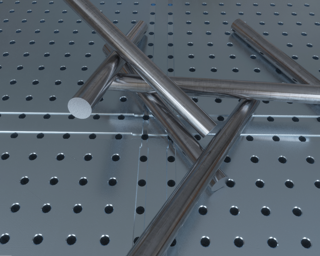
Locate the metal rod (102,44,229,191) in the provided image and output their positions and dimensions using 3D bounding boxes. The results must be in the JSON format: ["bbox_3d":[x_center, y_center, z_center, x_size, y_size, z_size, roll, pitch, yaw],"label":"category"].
[{"bbox_3d":[-0.008,-0.035,0.436,0.025,0.025,0.300,-25,54,-19],"label":"metal rod"}]

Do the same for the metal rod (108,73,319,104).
[{"bbox_3d":[0.073,-0.054,0.417,0.301,0.025,0.025,4,50,5],"label":"metal rod"}]

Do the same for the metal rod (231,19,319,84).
[{"bbox_3d":[0.210,-0.087,0.481,0.025,0.025,0.300,-22,54,-17],"label":"metal rod"}]

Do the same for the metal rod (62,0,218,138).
[{"bbox_3d":[-0.042,-0.101,0.405,0.300,0.025,0.025,45,61,8],"label":"metal rod"}]

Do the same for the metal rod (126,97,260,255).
[{"bbox_3d":[0.053,0.038,0.339,0.025,0.025,0.301,25,43,20],"label":"metal rod"}]

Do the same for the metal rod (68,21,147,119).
[{"bbox_3d":[-0.058,-0.101,0.439,0.025,0.025,0.301,7,34,6],"label":"metal rod"}]
